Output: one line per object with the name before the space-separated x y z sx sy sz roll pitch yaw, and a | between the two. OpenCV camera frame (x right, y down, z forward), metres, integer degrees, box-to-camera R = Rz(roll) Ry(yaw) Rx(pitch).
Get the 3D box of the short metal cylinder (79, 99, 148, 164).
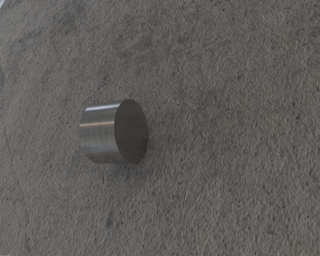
short metal cylinder | -0.056 0.005 0.396 0.050 0.080 0.080 -5 60 26
